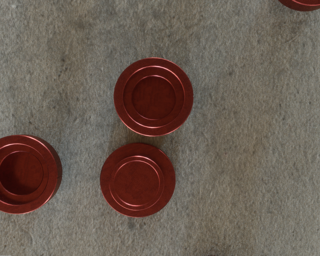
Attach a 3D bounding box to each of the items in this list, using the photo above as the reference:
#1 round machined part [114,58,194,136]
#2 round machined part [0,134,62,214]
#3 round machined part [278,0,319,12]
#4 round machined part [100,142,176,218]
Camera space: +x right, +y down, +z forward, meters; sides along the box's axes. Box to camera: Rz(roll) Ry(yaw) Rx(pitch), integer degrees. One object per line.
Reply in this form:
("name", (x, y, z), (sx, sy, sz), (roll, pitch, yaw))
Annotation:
("round machined part", (-0.008, -0.038, 0.401), (0.099, 0.042, 0.097), (0, 90, -1))
("round machined part", (-0.175, 0.057, 0.399), (0.099, 0.042, 0.097), (0, 90, -1))
("round machined part", (0.189, -0.200, 0.404), (0.099, 0.042, 0.097), (0, 90, -1))
("round machined part", (-0.029, 0.068, 0.401), (0.099, 0.042, 0.097), (0, 90, -1))
